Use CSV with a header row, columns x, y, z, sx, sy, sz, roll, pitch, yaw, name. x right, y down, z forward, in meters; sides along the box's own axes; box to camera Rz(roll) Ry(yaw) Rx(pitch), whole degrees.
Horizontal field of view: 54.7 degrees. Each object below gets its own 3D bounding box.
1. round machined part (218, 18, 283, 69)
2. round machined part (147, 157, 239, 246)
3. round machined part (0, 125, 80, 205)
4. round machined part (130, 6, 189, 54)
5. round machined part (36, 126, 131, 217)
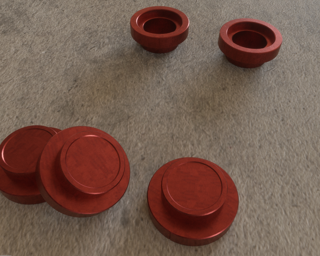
x,y,z,sx,sy,sz,roll,pitch,yaw,name
0.144,-0.135,0.508,0.099,0.042,0.098,0,50,0,round machined part
0.035,0.071,0.333,0.099,0.042,0.098,0,50,0,round machined part
-0.146,0.035,0.361,0.099,0.042,0.098,0,50,0,round machined part
-0.001,-0.165,0.531,0.099,0.042,0.098,0,50,0,round machined part
-0.076,0.041,0.329,0.099,0.042,0.098,14,59,-25,round machined part
